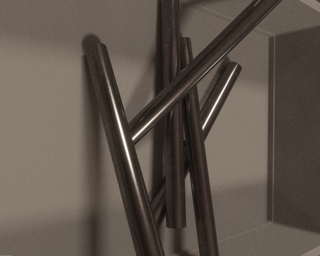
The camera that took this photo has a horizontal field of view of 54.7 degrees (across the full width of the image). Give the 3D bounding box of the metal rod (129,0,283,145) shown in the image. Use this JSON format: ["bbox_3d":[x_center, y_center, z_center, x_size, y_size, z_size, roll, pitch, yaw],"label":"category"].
[{"bbox_3d":[0.068,-0.093,0.381,0.300,0.025,0.025,-45,121,-1],"label":"metal rod"}]

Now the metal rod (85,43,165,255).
[{"bbox_3d":[-0.030,0.048,0.305,0.025,0.025,0.299,-2,67,-40],"label":"metal rod"}]

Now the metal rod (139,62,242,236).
[{"bbox_3d":[0.052,0.017,0.452,0.025,0.025,0.300,46,62,-31],"label":"metal rod"}]

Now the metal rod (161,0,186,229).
[{"bbox_3d":[0.017,-0.025,0.404,0.025,0.025,0.298,4,82,-40],"label":"metal rod"}]

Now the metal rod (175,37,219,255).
[{"bbox_3d":[0.048,0.024,0.419,0.025,0.025,0.298,-1,82,-40],"label":"metal rod"}]
